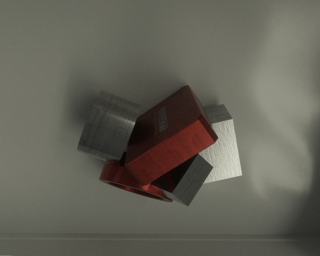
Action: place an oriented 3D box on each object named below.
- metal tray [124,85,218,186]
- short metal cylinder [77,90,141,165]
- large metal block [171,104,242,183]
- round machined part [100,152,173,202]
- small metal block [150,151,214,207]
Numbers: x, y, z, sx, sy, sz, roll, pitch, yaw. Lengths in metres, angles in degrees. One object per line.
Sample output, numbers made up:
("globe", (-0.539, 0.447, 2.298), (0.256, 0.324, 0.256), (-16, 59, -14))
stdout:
("metal tray", (0.009, 0.001, 0.354), (0.090, 0.130, 0.030), (-33, 108, 11))
("short metal cylinder", (-0.062, 0.000, 0.379), (0.050, 0.080, 0.079), (21, 109, -8))
("large metal block", (0.054, 0.023, 0.398), (0.080, 0.050, 0.080), (-13, 114, 4))
("round machined part", (-0.025, 0.062, 0.403), (0.099, 0.098, 0.042), (19, 74, -8))
("small metal block", (0.023, 0.053, 0.344), (0.025, 0.050, 0.050), (43, 73, -21))
